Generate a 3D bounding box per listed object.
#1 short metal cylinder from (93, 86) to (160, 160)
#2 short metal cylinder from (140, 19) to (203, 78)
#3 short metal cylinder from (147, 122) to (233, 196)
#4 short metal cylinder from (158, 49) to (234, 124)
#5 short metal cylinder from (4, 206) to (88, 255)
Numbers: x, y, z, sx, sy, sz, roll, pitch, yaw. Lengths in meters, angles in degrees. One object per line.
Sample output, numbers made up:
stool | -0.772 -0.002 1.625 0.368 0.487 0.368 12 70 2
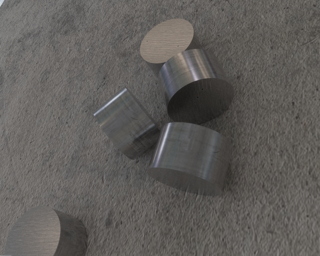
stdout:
short metal cylinder | -0.038 -0.006 0.393 0.050 0.080 0.080 -39 51 2
short metal cylinder | 0.019 -0.109 0.445 0.080 0.050 0.080 -13 56 21
short metal cylinder | 0.032 0.035 0.330 0.080 0.080 0.050 5 64 30
short metal cylinder | 0.042 -0.048 0.376 0.080 0.080 0.050 -25 53 13
short metal cylinder | -0.136 0.140 0.374 0.080 0.050 0.080 -13 56 21
